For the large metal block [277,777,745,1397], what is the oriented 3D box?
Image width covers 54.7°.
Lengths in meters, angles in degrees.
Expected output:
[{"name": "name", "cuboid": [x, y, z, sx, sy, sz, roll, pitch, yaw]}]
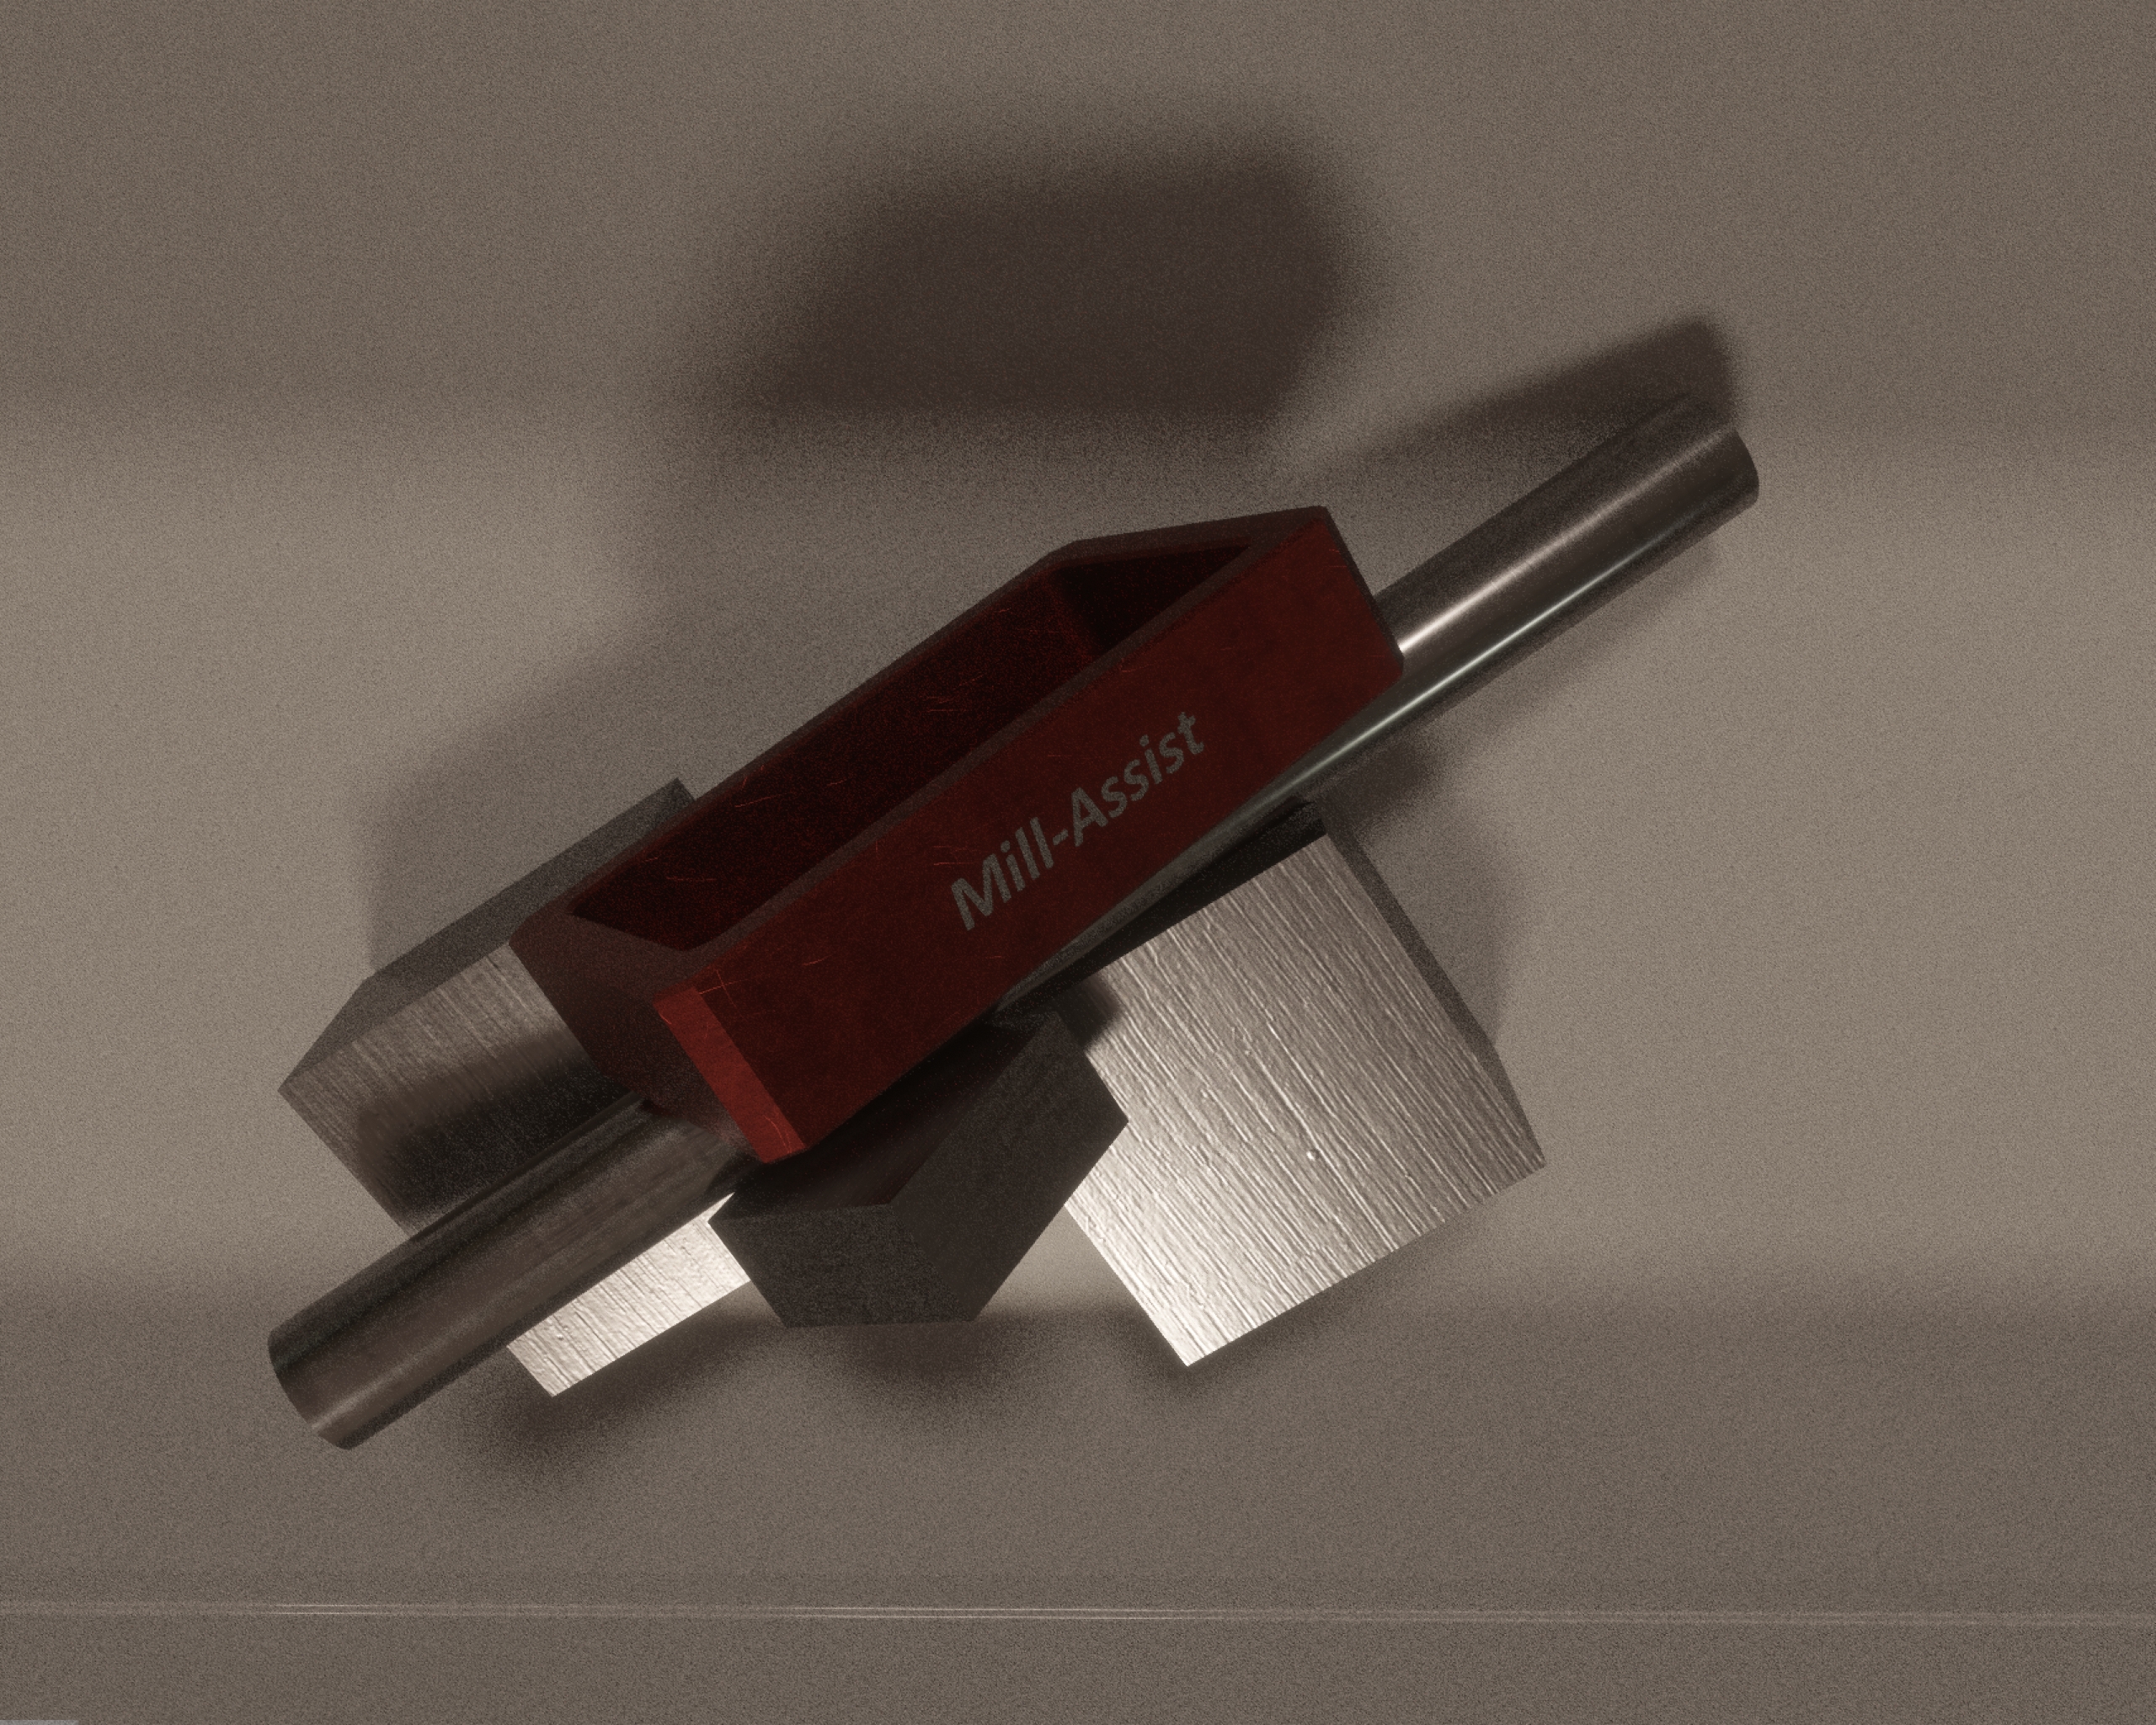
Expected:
[{"name": "large metal block", "cuboid": [-0.091, 0.043, 0.409, 0.080, 0.050, 0.080, -32, 107, 10]}]

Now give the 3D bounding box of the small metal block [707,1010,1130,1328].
[{"name": "small metal block", "cuboid": [-0.028, 0.054, 0.364, 0.050, 0.050, 0.025, -14, 114, 44]}]

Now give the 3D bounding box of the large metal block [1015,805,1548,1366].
[{"name": "large metal block", "cuboid": [0.033, 0.038, 0.411, 0.080, 0.050, 0.080, -32, 107, 10]}]

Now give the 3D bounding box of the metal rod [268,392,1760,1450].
[{"name": "metal rod", "cuboid": [-0.007, 0.007, 0.373, 0.301, 0.025, 0.025, -34, 108, -5]}]

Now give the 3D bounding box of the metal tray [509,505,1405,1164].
[{"name": "metal tray", "cuboid": [-0.021, -0.010, 0.343, 0.131, 0.090, 0.030, -38, 110, -21]}]
